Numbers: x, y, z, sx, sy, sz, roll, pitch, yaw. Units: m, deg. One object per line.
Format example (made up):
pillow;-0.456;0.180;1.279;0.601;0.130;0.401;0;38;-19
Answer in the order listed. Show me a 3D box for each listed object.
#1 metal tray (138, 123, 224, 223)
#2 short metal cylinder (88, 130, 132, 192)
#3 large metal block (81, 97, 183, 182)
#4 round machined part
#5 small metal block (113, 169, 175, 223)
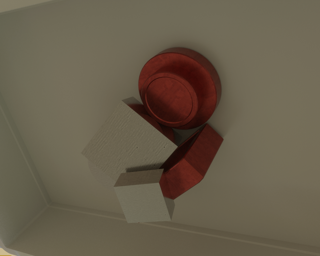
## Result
metal tray;0.015;0.058;0.390;0.030;0.090;0.129;45;129;-2
short metal cylinder;-0.055;0.047;0.447;0.080;0.050;0.079;13;124;20
large metal block;-0.032;0.020;0.372;0.080;0.050;0.080;40;104;1
round machined part;0.018;-0.040;0.360;0.098;0.042;0.097;13;124;20
small metal block;-0.016;0.074;0.336;0.050;0.025;0.050;-9;114;17
